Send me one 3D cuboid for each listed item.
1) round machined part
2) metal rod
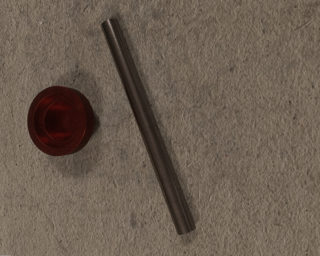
[{"bbox_3d":[-0.137,-0.010,0.447,0.098,0.042,0.097,0,90,19],"label":"round machined part"},{"bbox_3d":[-0.018,-0.007,0.414,0.025,0.025,0.299,-23,83,18],"label":"metal rod"}]
